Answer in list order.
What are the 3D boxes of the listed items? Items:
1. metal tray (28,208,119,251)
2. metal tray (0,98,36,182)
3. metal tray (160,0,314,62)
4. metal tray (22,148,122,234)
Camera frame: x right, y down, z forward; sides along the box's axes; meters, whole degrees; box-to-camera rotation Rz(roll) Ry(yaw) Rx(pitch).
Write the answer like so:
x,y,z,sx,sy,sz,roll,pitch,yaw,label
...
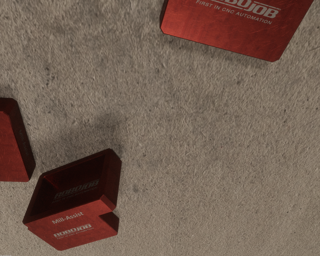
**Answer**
x,y,z,sx,sy,sz,roll,pitch,yaw,label
-0.150,0.170,0.546,0.130,0.030,0.090,-21,128,16,metal tray
-0.229,0.019,0.417,0.091,0.030,0.129,2,130,-3,metal tray
0.073,-0.123,0.300,0.131,0.030,0.089,12,129,-11,metal tray
-0.121,0.088,0.437,0.130,0.090,0.030,-21,127,16,metal tray
